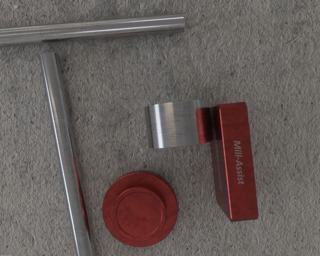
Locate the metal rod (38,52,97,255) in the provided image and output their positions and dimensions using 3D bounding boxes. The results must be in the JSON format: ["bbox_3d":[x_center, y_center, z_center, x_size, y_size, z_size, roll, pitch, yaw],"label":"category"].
[{"bbox_3d":[-0.119,0.051,0.408,0.025,0.025,0.298,-11,90,0],"label":"metal rod"}]

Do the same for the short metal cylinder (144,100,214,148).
[{"bbox_3d":[0.023,-0.005,0.383,0.080,0.080,0.050,-6,90,0],"label":"short metal cylinder"}]

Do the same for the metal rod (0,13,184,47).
[{"bbox_3d":[-0.120,-0.127,0.408,0.302,0.025,0.025,-5,90,0],"label":"metal rod"}]

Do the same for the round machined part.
[{"bbox_3d":[-0.026,0.106,0.401,0.099,0.042,0.097,0,90,0],"label":"round machined part"}]

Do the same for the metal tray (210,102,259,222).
[{"bbox_3d":[0.085,0.037,0.378,0.030,0.090,0.129,-6,90,0],"label":"metal tray"}]
